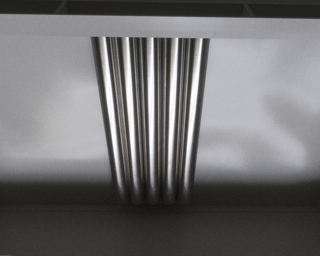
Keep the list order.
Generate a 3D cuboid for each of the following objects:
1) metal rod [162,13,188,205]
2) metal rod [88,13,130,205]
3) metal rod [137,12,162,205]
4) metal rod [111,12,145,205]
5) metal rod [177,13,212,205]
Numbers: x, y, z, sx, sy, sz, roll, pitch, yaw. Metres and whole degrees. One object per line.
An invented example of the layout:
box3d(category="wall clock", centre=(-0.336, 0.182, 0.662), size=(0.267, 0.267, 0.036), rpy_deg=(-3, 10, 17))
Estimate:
box3d(category="metal rod", centre=(0.015, 0.002, 0.409), size=(0.025, 0.025, 0.298), rpy_deg=(0, 130, 0))
box3d(category="metal rod", centre=(-0.060, 0.002, 0.408), size=(0.025, 0.025, 0.298), rpy_deg=(0, 130, 0))
box3d(category="metal rod", centre=(-0.011, 0.001, 0.408), size=(0.025, 0.025, 0.298), rpy_deg=(0, 130, 0))
box3d(category="metal rod", centre=(-0.036, 0.001, 0.408), size=(0.025, 0.025, 0.298), rpy_deg=(0, 130, 0))
box3d(category="metal rod", centre=(0.040, 0.002, 0.409), size=(0.025, 0.025, 0.298), rpy_deg=(0, 130, 0))
